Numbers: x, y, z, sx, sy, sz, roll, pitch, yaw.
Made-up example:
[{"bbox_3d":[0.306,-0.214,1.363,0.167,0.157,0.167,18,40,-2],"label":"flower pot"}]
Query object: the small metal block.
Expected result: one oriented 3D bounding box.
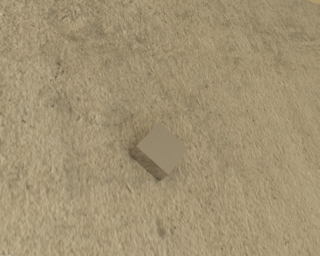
[{"bbox_3d":[-0.001,0.029,0.385,0.050,0.025,0.050,42,51,0],"label":"small metal block"}]
